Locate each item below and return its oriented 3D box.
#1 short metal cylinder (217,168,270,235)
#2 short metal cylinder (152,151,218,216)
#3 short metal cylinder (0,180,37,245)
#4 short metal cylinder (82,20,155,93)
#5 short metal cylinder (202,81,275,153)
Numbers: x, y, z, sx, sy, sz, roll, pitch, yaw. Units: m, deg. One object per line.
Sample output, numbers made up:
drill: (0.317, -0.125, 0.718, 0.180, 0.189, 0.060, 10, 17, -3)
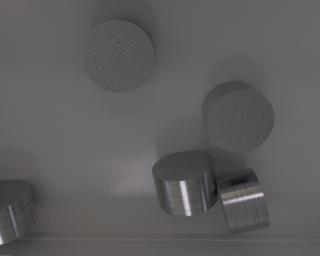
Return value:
short metal cylinder: (0.109, 0.099, 0.419, 0.050, 0.080, 0.080, -14, 110, 5)
short metal cylinder: (0.034, 0.071, 0.408, 0.080, 0.080, 0.050, -10, 110, 3)
short metal cylinder: (-0.215, 0.112, 0.421, 0.080, 0.080, 0.050, -4, 110, 1)
short metal cylinder: (-0.046, -0.086, 0.366, 0.081, 0.050, 0.079, 0, 110, 0)
short metal cylinder: (0.096, -0.016, 0.393, 0.081, 0.050, 0.079, 0, 110, 0)
